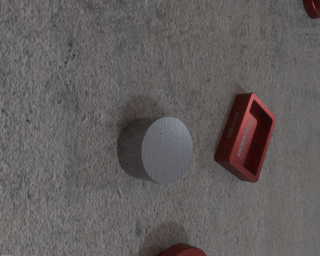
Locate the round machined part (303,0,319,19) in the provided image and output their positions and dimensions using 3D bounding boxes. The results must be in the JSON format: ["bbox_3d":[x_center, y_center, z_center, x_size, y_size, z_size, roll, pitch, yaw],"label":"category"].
[{"bbox_3d":[0.367,-0.303,0.705,0.099,0.042,0.097,0,90,-40],"label":"round machined part"}]

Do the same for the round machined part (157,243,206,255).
[{"bbox_3d":[0.020,0.203,0.413,0.099,0.042,0.097,0,90,-40],"label":"round machined part"}]

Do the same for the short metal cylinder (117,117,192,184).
[{"bbox_3d":[-0.006,0.026,0.386,0.081,0.050,0.079,0,90,-40],"label":"short metal cylinder"}]

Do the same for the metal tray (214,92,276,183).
[{"bbox_3d":[0.149,0.016,0.529,0.090,0.030,0.130,37,67,-34],"label":"metal tray"}]
